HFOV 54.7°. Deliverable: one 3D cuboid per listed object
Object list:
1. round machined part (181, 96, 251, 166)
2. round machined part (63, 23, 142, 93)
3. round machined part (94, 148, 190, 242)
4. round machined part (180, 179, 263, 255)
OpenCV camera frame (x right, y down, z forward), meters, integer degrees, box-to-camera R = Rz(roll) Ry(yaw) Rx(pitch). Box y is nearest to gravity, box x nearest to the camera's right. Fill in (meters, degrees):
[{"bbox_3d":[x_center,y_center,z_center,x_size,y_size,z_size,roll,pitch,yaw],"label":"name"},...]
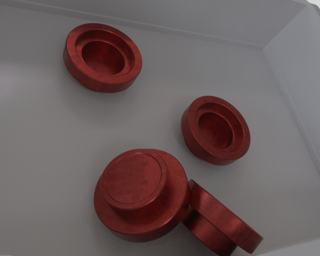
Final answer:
[{"bbox_3d":[0.072,0.007,0.429,0.099,0.042,0.098,14,56,-21],"label":"round machined part"},{"bbox_3d":[-0.077,-0.086,0.406,0.099,0.042,0.098,14,56,-21],"label":"round machined part"},{"bbox_3d":[-0.021,0.060,0.314,0.098,0.042,0.098,-9,49,10],"label":"round machined part"},{"bbox_3d":[0.059,0.103,0.340,0.098,0.098,0.042,39,87,-2],"label":"round machined part"}]
